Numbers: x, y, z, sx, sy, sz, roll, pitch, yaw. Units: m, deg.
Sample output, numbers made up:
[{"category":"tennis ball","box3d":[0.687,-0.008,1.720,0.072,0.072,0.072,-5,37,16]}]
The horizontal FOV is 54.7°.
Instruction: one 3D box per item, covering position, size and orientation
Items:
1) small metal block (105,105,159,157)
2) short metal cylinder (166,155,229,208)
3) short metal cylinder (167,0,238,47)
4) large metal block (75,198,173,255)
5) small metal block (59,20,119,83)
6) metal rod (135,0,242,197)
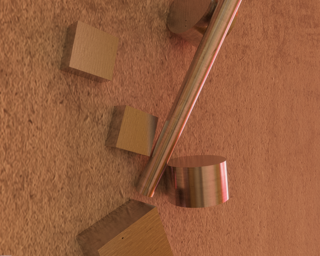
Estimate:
[{"category":"small metal block","box3d":[-0.034,0.004,0.376,0.050,0.025,0.050,20,77,-38]},{"category":"short metal cylinder","box3d":[0.049,0.068,0.410,0.081,0.080,0.050,-9,96,-40]},{"category":"short metal cylinder","box3d":[0.056,-0.152,0.415,0.050,0.080,0.080,21,77,-38]},{"category":"large metal block","box3d":[-0.037,0.141,0.358,0.081,0.050,0.080,-29,108,-36]},{"category":"small metal block","box3d":[-0.077,-0.082,0.340,0.050,0.025,0.050,14,81,-39]},{"category":"metal rod","box3d":[0.041,-0.055,0.376,0.025,0.025,0.299,20,97,-39]}]
